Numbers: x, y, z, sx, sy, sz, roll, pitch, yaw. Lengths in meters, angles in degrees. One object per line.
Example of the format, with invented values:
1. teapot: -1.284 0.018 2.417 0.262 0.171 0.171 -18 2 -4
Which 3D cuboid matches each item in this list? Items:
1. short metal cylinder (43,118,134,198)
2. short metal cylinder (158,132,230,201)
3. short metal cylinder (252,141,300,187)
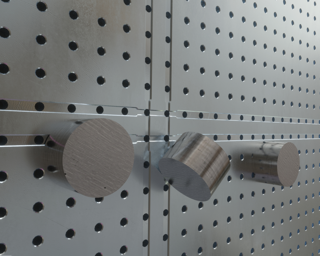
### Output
1. short metal cylinder: -0.075 0.030 0.330 0.081 0.050 0.079 0 90 -40
2. short metal cylinder: 0.045 0.051 0.411 0.050 0.080 0.080 -48 119 -29
3. short metal cylinder: 0.214 0.065 0.572 0.081 0.050 0.079 0 90 -40
